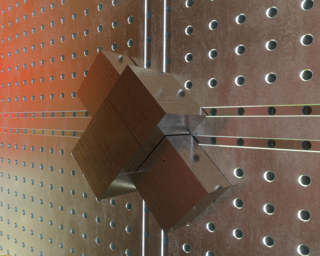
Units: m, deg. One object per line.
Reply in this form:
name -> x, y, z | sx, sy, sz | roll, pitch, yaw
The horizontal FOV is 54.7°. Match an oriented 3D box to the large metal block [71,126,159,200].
large metal block -> -0.059, 0.044, 0.420 | 0.050, 0.081, 0.080 | -52, 60, 27

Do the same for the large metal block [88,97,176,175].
large metal block -> -0.031, 0.008, 0.398 | 0.050, 0.081, 0.080 | -52, 60, 27

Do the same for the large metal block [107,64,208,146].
large metal block -> -0.003, -0.027, 0.375 | 0.050, 0.081, 0.080 | -52, 60, 27

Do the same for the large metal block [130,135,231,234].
large metal block -> 0.022, 0.065, 0.373 | 0.080, 0.050, 0.080 | -52, 60, 28

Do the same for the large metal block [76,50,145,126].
large metal block -> -0.064, -0.051, 0.440 | 0.080, 0.050, 0.080 | 52, 121, 27
